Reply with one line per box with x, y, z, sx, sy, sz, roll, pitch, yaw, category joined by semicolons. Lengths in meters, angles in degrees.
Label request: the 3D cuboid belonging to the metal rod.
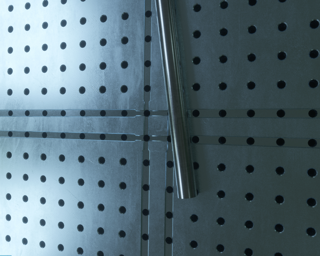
0.019;-0.060;0.406;0.025;0.025;0.299;-7;88;20;metal rod
